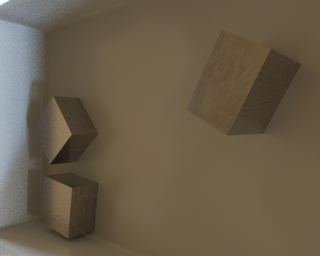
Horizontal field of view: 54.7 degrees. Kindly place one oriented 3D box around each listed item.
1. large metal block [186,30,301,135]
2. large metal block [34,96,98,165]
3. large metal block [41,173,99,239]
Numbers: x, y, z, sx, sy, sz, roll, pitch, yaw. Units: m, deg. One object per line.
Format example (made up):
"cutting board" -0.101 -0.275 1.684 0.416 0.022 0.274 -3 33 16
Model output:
"large metal block" 0.083 -0.040 0.303 0.050 0.081 0.079 36 112 34
"large metal block" -0.161 0.004 0.523 0.080 0.050 0.080 -47 62 30
"large metal block" -0.151 0.125 0.516 0.080 0.050 0.079 10 96 39
